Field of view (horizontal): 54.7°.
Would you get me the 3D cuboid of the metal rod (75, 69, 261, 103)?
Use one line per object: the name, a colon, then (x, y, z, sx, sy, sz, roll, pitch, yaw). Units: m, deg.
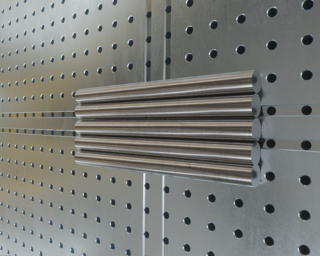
metal rod: (-0.015, -0.051, 0.419, 0.300, 0.025, 0.025, 1, 91, 39)

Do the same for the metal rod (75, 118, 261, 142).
metal rod: (-0.015, 0.000, 0.419, 0.300, 0.025, 0.025, 1, 91, 39)

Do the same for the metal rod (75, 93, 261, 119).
metal rod: (-0.015, -0.025, 0.420, 0.300, 0.025, 0.025, 1, 91, 39)

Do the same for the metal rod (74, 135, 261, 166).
metal rod: (-0.015, 0.025, 0.420, 0.300, 0.025, 0.025, 1, 91, 39)

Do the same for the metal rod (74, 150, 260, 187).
metal rod: (-0.016, 0.049, 0.420, 0.300, 0.025, 0.025, 0, 90, 39)
